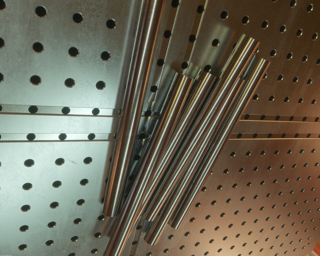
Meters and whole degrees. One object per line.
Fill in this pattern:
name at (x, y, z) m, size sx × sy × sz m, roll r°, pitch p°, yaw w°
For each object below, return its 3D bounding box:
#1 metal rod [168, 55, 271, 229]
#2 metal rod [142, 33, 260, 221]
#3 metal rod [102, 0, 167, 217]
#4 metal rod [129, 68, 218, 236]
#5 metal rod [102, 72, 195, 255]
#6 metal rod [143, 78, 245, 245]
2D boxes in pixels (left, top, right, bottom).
metal rod at (0.083, 0.033, 0.475) m, size 0.025 × 0.025 × 0.298 m, roll 12°, pitch 112°, yaw -33°
metal rod at (0.047, 0.012, 0.434) m, size 0.025 × 0.025 × 0.298 m, roll 14°, pitch 114°, yaw -34°
metal rod at (-0.037, -0.012, 0.382) m, size 0.025 × 0.025 × 0.298 m, roll 0°, pitch 119°, yaw -28°
metal rod at (-0.003, 0.055, 0.442) m, size 0.025 × 0.025 × 0.298 m, roll 16°, pitch 110°, yaw -35°
metal rod at (-0.023, 0.068, 0.424) m, size 0.025 × 0.025 × 0.298 m, roll 13°, pitch 107°, yaw -34°
metal rod at (0.045, 0.057, 0.470) m, size 0.025 × 0.025 × 0.298 m, roll 13°, pitch 112°, yaw -34°
